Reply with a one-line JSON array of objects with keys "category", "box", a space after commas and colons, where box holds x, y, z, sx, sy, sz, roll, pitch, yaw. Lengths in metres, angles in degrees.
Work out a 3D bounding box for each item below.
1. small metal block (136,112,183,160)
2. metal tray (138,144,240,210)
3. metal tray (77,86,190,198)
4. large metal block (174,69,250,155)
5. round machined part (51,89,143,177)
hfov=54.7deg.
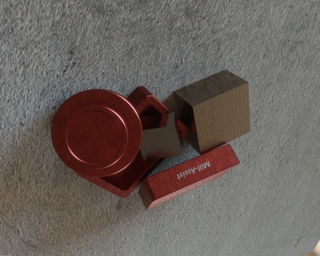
[{"category": "small metal block", "box": [-0.001, 0.011, 0.385, 0.050, 0.025, 0.050, -9, 130, 10]}, {"category": "metal tray", "box": [0.038, 0.071, 0.440, 0.131, 0.030, 0.090, -21, 163, -16]}, {"category": "metal tray", "box": [-0.035, 0.022, 0.398, 0.130, 0.030, 0.090, -46, 129, 4]}, {"category": "large metal block", "box": [0.072, -0.022, 0.418, 0.081, 0.050, 0.080, -24, 127, -14]}, {"category": "round machined part", "box": [-0.068, 0.007, 0.337, 0.099, 0.042, 0.097, -1, 99, -4]}]
